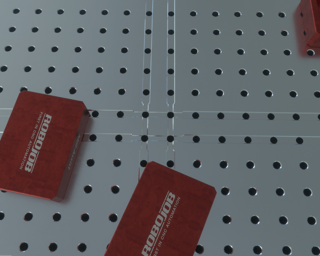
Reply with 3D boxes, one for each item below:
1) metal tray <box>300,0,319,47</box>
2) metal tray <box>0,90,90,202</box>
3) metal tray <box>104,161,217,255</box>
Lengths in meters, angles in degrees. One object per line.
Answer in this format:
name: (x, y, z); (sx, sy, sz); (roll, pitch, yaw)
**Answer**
metal tray: (0.290, -0.169, 0.472); (0.131, 0.030, 0.090); (1, 70, 0)
metal tray: (-0.154, 0.022, 0.400); (0.090, 0.030, 0.130); (11, 70, 4)
metal tray: (0.002, 0.116, 0.367); (0.090, 0.030, 0.130); (23, 71, 8)
